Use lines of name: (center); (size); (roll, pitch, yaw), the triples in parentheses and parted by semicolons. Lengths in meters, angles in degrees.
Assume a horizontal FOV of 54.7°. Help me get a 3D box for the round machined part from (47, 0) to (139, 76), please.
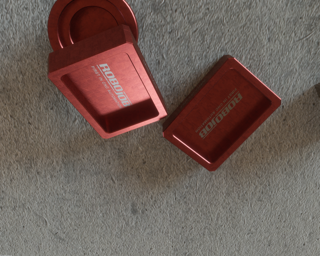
round machined part: (-0.074, -0.111, 0.359); (0.099, 0.042, 0.097); (0, 110, -1)

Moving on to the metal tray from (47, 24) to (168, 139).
metal tray: (-0.053, -0.044, 0.353); (0.090, 0.030, 0.130); (-20, 144, 7)

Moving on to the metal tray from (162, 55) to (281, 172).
metal tray: (0.077, -0.017, 0.401); (0.090, 0.030, 0.130); (38, 105, -13)

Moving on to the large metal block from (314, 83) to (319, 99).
large metal block: (0.257, -0.033, 0.388); (0.080, 0.050, 0.080); (-28, 108, 9)
